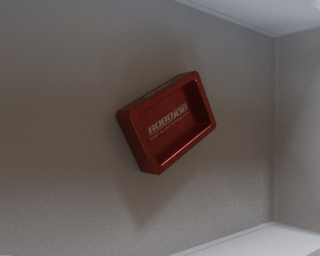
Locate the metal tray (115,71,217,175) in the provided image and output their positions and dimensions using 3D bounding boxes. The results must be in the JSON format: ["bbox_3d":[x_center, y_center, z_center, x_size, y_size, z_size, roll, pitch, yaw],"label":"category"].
[{"bbox_3d":[0.014,-0.010,0.410,0.131,0.030,0.090,-35,112,-35],"label":"metal tray"}]
